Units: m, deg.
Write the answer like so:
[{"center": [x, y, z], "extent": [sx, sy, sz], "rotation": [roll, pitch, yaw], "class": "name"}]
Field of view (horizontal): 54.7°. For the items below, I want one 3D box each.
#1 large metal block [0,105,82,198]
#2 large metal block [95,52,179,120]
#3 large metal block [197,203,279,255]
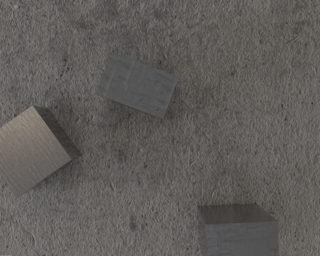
[{"center": [-0.162, 0.028, 0.396], "extent": [0.080, 0.050, 0.080], "rotation": [-35, 90, 0], "class": "large metal block"}, {"center": [-0.025, -0.047, 0.382], "extent": [0.080, 0.080, 0.050], "rotation": [20, 90, 0], "class": "large metal block"}, {"center": [0.092, 0.130, 0.383], "extent": [0.081, 0.080, 0.050], "rotation": [-3, 90, 0], "class": "large metal block"}]
